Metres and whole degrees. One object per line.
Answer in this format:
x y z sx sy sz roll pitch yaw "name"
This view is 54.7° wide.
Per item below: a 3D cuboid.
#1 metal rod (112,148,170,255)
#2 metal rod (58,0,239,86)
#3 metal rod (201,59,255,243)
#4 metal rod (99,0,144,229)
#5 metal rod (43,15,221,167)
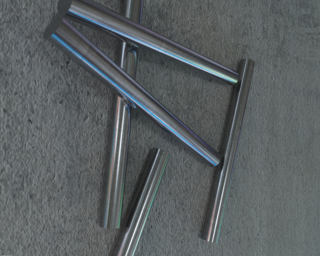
-0.049 0.165 0.363 0.025 0.025 0.299 33 70 -35 "metal rod"
0.015 -0.097 0.391 0.302 0.025 0.025 9 84 -47 "metal rod"
0.112 0.029 0.498 0.025 0.025 0.299 24 75 -38 "metal rod"
-0.044 -0.036 0.367 0.025 0.025 0.298 9 84 -40 "metal rod"
-0.006 -0.020 0.371 0.301 0.025 0.025 38 67 -43 "metal rod"
